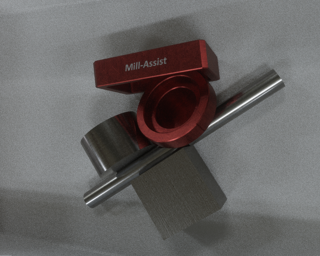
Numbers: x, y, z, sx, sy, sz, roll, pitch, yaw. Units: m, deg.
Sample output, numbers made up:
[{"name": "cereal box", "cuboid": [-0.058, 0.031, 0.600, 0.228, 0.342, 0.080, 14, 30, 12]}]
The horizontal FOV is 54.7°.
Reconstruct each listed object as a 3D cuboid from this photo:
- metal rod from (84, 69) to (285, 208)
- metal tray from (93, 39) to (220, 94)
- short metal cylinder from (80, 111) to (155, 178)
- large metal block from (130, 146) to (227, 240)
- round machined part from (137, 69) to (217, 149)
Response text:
[{"name": "metal rod", "cuboid": [0.019, 0.022, 0.401, 0.300, 0.025, 0.025, -34, 79, 16]}, {"name": "metal tray", "cuboid": [-0.001, -0.068, 0.373, 0.130, 0.090, 0.030, -7, 88, 19]}, {"name": "short metal cylinder", "cuboid": [-0.053, 0.022, 0.397, 0.080, 0.080, 0.050, -35, 79, 16]}, {"name": "large metal block", "cuboid": [0.024, 0.078, 0.385, 0.080, 0.050, 0.080, -34, 79, 16]}, {"name": "round machined part", "cuboid": [0.024, -0.020, 0.376, 0.098, 0.042, 0.098, -17, 57, 28]}]
